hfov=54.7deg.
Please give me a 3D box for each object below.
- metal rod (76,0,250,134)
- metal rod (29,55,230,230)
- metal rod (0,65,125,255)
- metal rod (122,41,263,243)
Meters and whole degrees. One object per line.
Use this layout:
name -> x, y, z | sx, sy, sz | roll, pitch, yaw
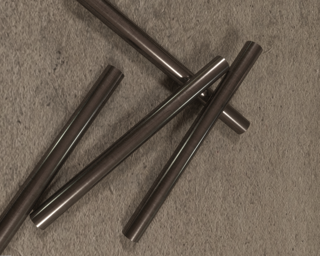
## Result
metal rod -> 0.008, -0.087, 0.412 | 0.301, 0.025, 0.025 | 37, 78, -17
metal rod -> -0.029, 0.011, 0.383 | 0.301, 0.025, 0.025 | -41, 104, -10
metal rod -> -0.134, 0.052, 0.359 | 0.025, 0.025, 0.300 | 36, 78, -17
metal rod -> 0.045, 0.015, 0.407 | 0.025, 0.025, 0.299 | 35, 86, -17
